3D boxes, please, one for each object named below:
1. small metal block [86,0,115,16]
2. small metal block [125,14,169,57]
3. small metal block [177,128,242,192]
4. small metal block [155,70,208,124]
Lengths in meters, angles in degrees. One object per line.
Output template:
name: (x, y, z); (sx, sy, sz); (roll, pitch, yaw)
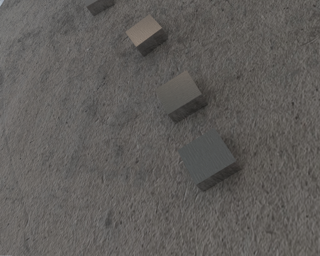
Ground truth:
small metal block: (-0.123, -0.263, 0.630); (0.050, 0.025, 0.050); (-24, 53, 13)
small metal block: (-0.022, -0.152, 0.509); (0.050, 0.025, 0.050); (-35, 51, 4)
small metal block: (0.056, 0.036, 0.353); (0.050, 0.025, 0.050); (-32, 52, 7)
small metal block: (0.028, -0.042, 0.415); (0.050, 0.025, 0.050); (-31, 52, 8)
